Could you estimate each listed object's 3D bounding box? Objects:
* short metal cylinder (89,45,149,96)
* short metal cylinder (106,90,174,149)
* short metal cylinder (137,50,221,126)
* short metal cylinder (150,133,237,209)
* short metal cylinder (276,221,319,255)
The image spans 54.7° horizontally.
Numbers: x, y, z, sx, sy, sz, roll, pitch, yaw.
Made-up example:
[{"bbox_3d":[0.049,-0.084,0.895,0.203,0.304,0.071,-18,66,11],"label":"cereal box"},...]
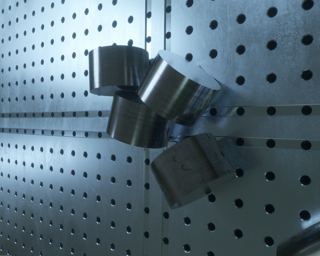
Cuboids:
[{"bbox_3d":[-0.054,-0.074,0.415,0.080,0.081,0.050,-6,85,39],"label":"short metal cylinder"},{"bbox_3d":[-0.023,-0.013,0.389,0.080,0.081,0.050,25,108,37],"label":"short metal cylinder"},{"bbox_3d":[0.021,-0.046,0.354,0.080,0.081,0.050,47,118,29],"label":"short metal cylinder"},{"bbox_3d":[0.036,0.048,0.342,0.080,0.081,0.050,-42,65,31],"label":"short metal cylinder"},{"bbox_3d":[0.144,0.120,0.254,0.050,0.081,0.080,-45,64,31],"label":"short metal cylinder"}]
